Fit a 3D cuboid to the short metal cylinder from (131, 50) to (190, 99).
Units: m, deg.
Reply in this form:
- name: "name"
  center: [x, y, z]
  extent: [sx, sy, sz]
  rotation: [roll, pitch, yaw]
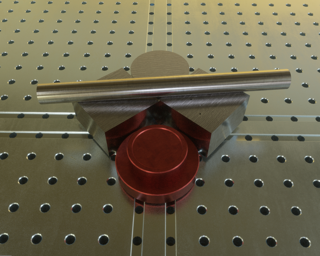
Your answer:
- name: "short metal cylinder"
  center: [0.000, -0.066, 0.442]
  extent: [0.081, 0.050, 0.080]
  rotation: [0, 50, 0]

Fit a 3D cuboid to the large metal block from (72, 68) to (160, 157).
- name: "large metal block"
  center: [-0.058, -0.023, 0.405]
  extent: [0.081, 0.050, 0.080]
  rotation: [-32, 59, -25]

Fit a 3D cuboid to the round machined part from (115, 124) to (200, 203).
- name: "round machined part"
  center: [-0.003, 0.034, 0.362]
  extent: [0.099, 0.042, 0.098]
  rotation: [0, 50, 0]

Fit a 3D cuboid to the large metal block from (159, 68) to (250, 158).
- name: "large metal block"
  center: [0.055, -0.022, 0.402]
  extent: [0.080, 0.050, 0.080]
  rotation: [35, 59, 25]

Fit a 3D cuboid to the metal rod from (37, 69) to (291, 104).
- name: "metal rod"
  center: [0.007, -0.051, 0.378]
  extent: [0.302, 0.025, 0.025]
  rotation: [-4, 50, -3]
